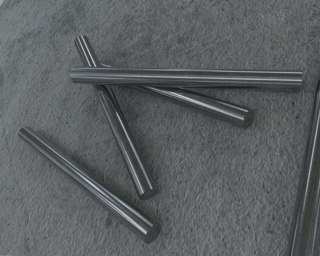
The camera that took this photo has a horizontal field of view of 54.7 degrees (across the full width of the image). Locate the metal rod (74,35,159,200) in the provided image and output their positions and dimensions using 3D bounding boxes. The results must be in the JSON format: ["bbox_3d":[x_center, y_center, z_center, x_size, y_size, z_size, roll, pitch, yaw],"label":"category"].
[{"bbox_3d":[-0.072,-0.034,0.443,0.025,0.025,0.299,-33,58,7],"label":"metal rod"}]

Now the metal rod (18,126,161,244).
[{"bbox_3d":[-0.116,0.062,0.426,0.300,0.025,0.025,26,76,37],"label":"metal rod"}]

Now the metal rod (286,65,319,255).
[{"bbox_3d":[0.160,0.014,0.310,0.025,0.025,0.300,7,65,31],"label":"metal rod"}]

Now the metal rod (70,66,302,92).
[{"bbox_3d":[0.019,-0.065,0.402,0.301,0.025,0.025,5,64,19],"label":"metal rod"}]

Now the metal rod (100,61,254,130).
[{"bbox_3d":[-0.009,-0.059,0.444,0.300,0.025,0.025,24,75,36],"label":"metal rod"}]
